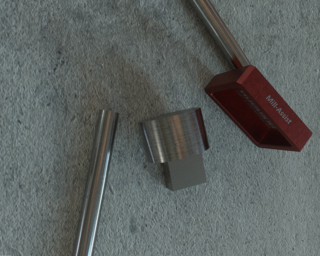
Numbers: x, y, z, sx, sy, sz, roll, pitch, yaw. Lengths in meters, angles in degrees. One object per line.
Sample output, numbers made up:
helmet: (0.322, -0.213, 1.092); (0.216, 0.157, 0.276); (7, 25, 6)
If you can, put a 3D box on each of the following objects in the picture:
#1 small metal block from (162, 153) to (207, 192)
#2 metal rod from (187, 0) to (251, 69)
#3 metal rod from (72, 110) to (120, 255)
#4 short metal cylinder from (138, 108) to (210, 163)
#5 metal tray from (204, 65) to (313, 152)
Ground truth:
small metal block: (0.032, 0.054, 0.422); (0.050, 0.025, 0.050); (-11, 94, -20)
metal rod: (0.107, -0.108, 0.449); (0.025, 0.025, 0.300); (-41, 103, -16)
metal rod: (-0.089, 0.126, 0.377); (0.025, 0.025, 0.298); (11, 86, -20)
short metal cylinder: (0.017, 0.008, 0.387); (0.081, 0.080, 0.050); (-15, 96, -20)
metal tray: (0.131, -0.023, 0.424); (0.130, 0.090, 0.030); (44, 76, -15)
